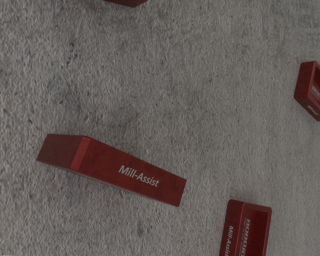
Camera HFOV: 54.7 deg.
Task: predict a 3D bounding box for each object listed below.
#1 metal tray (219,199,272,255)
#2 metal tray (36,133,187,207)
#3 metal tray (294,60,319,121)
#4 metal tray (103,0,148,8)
[{"bbox_3d":[0.144,0.192,0.521,0.091,0.030,0.129,20,78,-38],"label":"metal tray"},{"bbox_3d":[-0.048,0.045,0.322,0.131,0.090,0.030,29,72,-36],"label":"metal tray"},{"bbox_3d":[0.352,-0.080,0.695,0.131,0.030,0.090,29,72,-36],"label":"metal tray"},{"bbox_3d":[-0.072,-0.193,0.340,0.131,0.030,0.089,-4,93,-40],"label":"metal tray"}]
